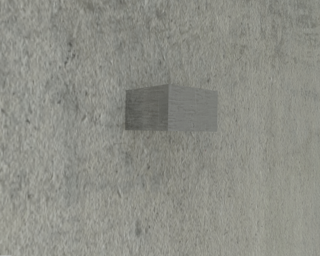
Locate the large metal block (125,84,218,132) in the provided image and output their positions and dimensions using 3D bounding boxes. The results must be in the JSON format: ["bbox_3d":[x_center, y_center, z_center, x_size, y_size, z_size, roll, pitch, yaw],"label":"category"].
[{"bbox_3d":[0.014,-0.021,0.382,0.081,0.080,0.050,1,89,-40],"label":"large metal block"}]
